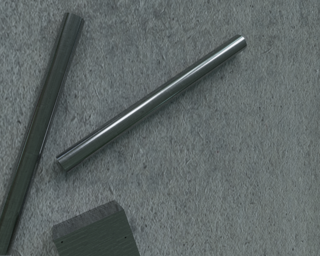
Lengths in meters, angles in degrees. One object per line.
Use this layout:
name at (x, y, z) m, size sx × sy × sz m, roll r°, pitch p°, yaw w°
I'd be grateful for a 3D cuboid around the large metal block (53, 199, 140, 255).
large metal block at (-0.073, 0.143, 0.370) m, size 0.081 × 0.050 × 0.080 m, roll -20°, pitch 97°, yaw -19°

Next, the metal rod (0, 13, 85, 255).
metal rod at (-0.143, 0.011, 0.356) m, size 0.025 × 0.025 × 0.299 m, roll 18°, pitch 84°, yaw -20°

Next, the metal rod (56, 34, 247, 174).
metal rod at (0.001, -0.041, 0.410) m, size 0.301 × 0.025 × 0.025 m, roll -36°, pitch 102°, yaw -17°
